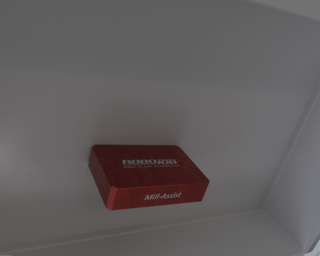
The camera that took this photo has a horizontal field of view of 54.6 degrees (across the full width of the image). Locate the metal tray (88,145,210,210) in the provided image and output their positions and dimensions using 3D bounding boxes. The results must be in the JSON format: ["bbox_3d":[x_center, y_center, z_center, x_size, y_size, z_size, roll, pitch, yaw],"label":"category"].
[{"bbox_3d":[-0.015,0.057,0.393,0.131,0.090,0.030,2,117,-30],"label":"metal tray"}]
